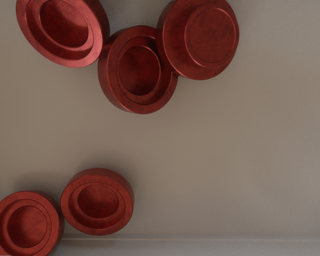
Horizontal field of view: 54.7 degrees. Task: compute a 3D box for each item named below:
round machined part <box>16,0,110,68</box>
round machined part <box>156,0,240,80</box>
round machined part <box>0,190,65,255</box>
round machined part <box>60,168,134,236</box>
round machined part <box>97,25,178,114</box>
[{"bbox_3d":[-0.102,-0.119,0.343,0.098,0.042,0.097,10,137,10],"label":"round machined part"},{"bbox_3d":[0.048,-0.102,0.346,0.099,0.042,0.097,-6,106,-23],"label":"round machined part"},{"bbox_3d":[-0.183,0.137,0.437,0.099,0.042,0.097,0,81,3],"label":"round machined part"},{"bbox_3d":[-0.085,0.099,0.438,0.099,0.042,0.097,0,110,0],"label":"round machined part"},{"bbox_3d":[-0.029,-0.066,0.360,0.099,0.042,0.097,-8,102,-38],"label":"round machined part"}]
